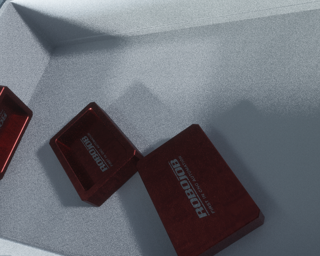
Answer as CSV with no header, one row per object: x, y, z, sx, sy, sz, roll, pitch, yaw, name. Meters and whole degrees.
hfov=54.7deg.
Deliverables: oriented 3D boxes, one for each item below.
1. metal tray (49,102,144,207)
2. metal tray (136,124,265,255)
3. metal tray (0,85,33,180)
-0.090,0.031,0.428,0.090,0.030,0.130,-43,51,-2,metal tray
0.038,0.068,0.340,0.090,0.030,0.130,-35,52,5,metal tray
-0.260,0.008,0.489,0.030,0.090,0.130,10,65,13,metal tray
